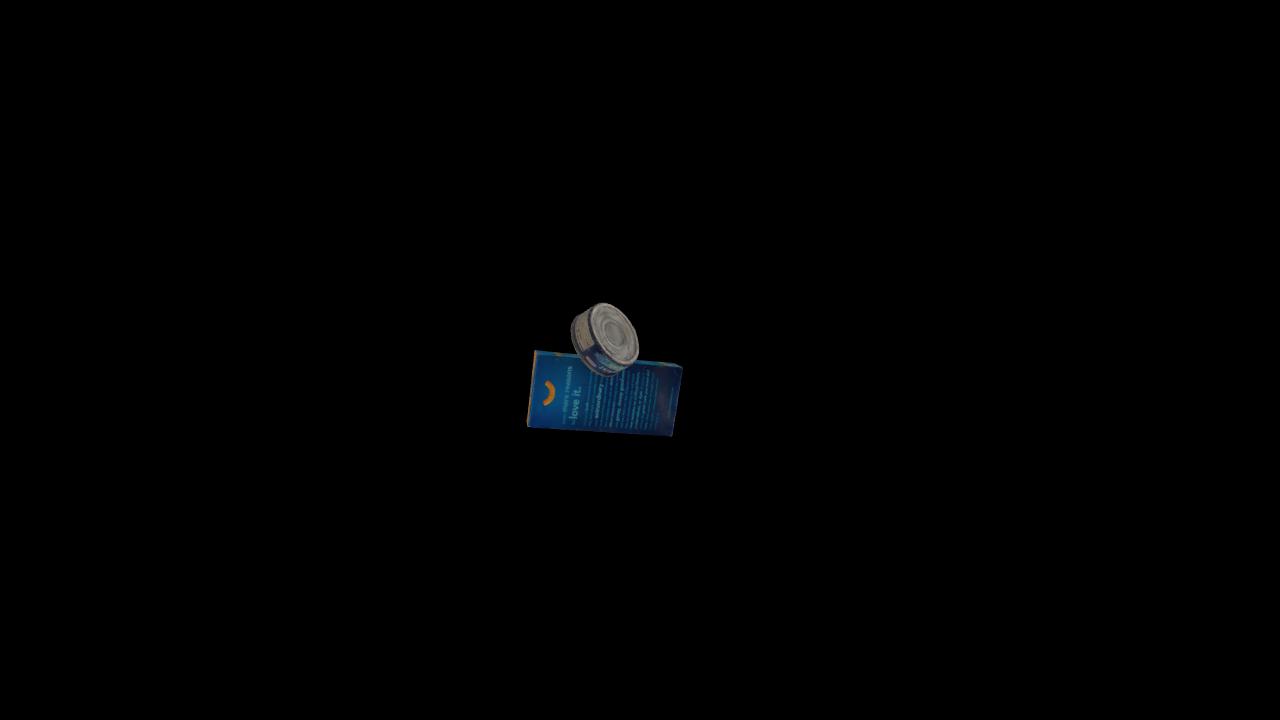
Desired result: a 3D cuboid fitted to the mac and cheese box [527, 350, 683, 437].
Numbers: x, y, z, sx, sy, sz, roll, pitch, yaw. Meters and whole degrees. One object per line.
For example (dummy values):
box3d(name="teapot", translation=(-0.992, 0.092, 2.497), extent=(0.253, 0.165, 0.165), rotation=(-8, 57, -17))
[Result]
box3d(name="mac and cheese box", translation=(-0.044, 0.042, 0.767), extent=(0.184, 0.093, 0.041), rotation=(6, 9, -16))

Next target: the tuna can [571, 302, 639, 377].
box3d(name="tuna can", translation=(-0.039, -0.025, 0.724), extent=(0.034, 0.084, 0.084), rotation=(-29, -17, 33))
